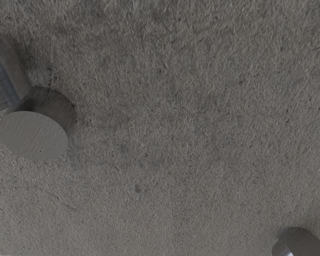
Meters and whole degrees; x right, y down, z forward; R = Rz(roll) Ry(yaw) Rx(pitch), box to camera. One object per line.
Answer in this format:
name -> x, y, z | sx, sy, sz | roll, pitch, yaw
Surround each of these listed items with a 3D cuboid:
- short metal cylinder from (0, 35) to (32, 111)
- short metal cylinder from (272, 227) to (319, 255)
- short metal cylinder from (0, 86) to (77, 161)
short metal cylinder -> -0.183, -0.056, 0.321 | 0.080, 0.080, 0.050 | -5, 130, 4
short metal cylinder -> 0.257, 0.232, 0.571 | 0.081, 0.080, 0.050 | 12, 129, -10
short metal cylinder -> -0.150, -0.005, 0.385 | 0.081, 0.050, 0.079 | 0, 130, 0
